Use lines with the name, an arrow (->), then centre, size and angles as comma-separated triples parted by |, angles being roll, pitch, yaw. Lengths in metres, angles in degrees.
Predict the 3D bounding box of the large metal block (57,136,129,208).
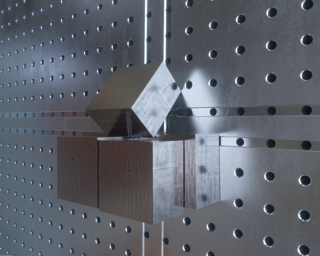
large metal block -> -0.085, 0.050, 0.392 | 0.080, 0.050, 0.079 | 0, 90, 39

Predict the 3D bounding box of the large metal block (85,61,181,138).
large metal block -> -0.033, -0.035, 0.391 | 0.080, 0.050, 0.080 | 1, 48, 39

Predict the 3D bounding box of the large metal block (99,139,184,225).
large metal block -> -0.022, 0.053, 0.341 | 0.080, 0.050, 0.079 | 0, 90, 39

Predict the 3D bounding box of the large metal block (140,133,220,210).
large metal block -> 0.023, 0.047, 0.372 | 0.080, 0.050, 0.079 | -1, 89, 39

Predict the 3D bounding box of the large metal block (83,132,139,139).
large metal block -> -0.067, 0.046, 0.446 | 0.080, 0.050, 0.079 | 2, 91, 39
